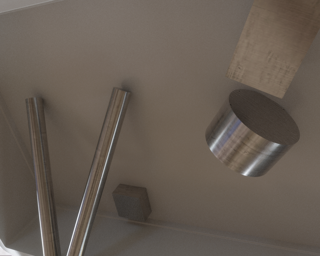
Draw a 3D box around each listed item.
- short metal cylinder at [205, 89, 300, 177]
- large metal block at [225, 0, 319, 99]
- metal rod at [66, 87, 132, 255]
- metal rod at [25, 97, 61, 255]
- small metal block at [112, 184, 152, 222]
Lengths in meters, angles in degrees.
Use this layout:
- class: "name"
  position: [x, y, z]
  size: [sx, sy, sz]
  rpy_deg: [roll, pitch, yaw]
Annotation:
- class: "short metal cylinder"
  position: [0.095, 0.004, 0.325]
  size: [0.080, 0.080, 0.050]
  rpy_deg: [33, 129, 6]
- class: "large metal block"
  position: [0.103, -0.084, 0.267]
  size: [0.050, 0.080, 0.079]
  rpy_deg: [25, 127, 13]
- class: "metal rod"
  position: [-0.093, 0.090, 0.432]
  size: [0.025, 0.025, 0.298]
  rpy_deg: [21, 101, 16]
- class: "metal rod"
  position: [-0.177, 0.102, 0.476]
  size: [0.025, 0.025, 0.298]
  rpy_deg: [-10, 86, 32]
- class: "small metal block"
  position: [-0.045, 0.122, 0.506]
  size: [0.050, 0.025, 0.050]
  rpy_deg: [3, 120, 26]
